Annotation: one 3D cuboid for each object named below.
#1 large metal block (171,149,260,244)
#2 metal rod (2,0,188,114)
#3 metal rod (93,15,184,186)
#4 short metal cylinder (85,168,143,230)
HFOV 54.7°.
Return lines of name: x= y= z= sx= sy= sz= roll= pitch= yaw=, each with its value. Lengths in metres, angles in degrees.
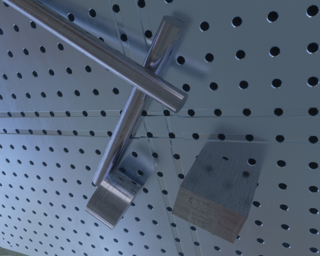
large metal block: x=0.071 y=0.082 z=0.389 sx=0.080 sy=0.080 sz=0.050 roll=23 pitch=127 yaw=14
metal rod: x=-0.097 y=-0.108 z=0.374 sx=0.300 sy=0.025 sz=0.025 roll=34 pitch=129 yaw=13
metal rod: x=-0.043 y=-0.013 z=0.425 sx=0.025 sy=0.025 sz=0.298 roll=34 pitch=129 yaw=6
short metal cylinder: x=-0.071 y=0.109 z=0.481 sx=0.050 sy=0.080 sz=0.079 roll=34 pitch=129 yaw=6
